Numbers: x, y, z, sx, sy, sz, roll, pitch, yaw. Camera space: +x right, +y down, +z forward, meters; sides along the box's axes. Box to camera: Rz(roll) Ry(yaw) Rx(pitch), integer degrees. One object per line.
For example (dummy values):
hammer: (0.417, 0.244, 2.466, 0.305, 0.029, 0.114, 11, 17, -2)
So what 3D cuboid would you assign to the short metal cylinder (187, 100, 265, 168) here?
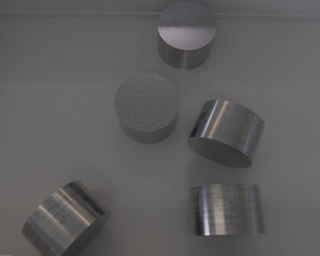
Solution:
short metal cylinder: (0.080, 0.009, 0.378, 0.080, 0.080, 0.050, 22, 72, 8)

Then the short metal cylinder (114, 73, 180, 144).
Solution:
short metal cylinder: (-0.016, -0.025, 0.405, 0.081, 0.050, 0.080, 0, 70, 0)

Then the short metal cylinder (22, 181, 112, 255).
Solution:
short metal cylinder: (-0.100, 0.105, 0.341, 0.050, 0.080, 0.080, 40, 75, 13)

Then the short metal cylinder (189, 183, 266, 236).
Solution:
short metal cylinder: (0.073, 0.093, 0.347, 0.081, 0.080, 0.050, -1, 70, -1)

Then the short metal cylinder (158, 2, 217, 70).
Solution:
short metal cylinder: (0.037, -0.132, 0.445, 0.081, 0.050, 0.080, 0, 70, 0)
